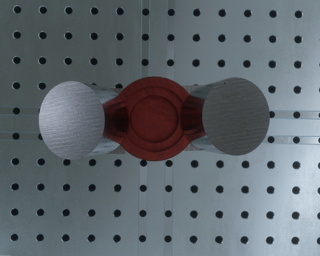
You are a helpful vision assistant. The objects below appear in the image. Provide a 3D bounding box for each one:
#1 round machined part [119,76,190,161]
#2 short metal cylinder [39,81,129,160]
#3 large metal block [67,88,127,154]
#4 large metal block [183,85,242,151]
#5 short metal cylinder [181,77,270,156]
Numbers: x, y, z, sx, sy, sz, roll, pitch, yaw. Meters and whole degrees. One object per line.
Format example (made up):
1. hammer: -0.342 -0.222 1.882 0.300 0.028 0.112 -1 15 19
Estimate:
1. round machined part: -0.006 -0.011 0.375 0.099 0.042 0.097 0 90 0
2. short metal cylinder: -0.082 -0.008 0.337 0.080 0.050 0.079 0 91 21
3. large metal block: -0.081 -0.009 0.400 0.081 0.050 0.080 1 90 0
4. large metal block: 0.069 -0.013 0.401 0.081 0.050 0.080 -1 90 0
5. short metal cylinder: 0.070 -0.012 0.338 0.081 0.050 0.080 0 90 -20
